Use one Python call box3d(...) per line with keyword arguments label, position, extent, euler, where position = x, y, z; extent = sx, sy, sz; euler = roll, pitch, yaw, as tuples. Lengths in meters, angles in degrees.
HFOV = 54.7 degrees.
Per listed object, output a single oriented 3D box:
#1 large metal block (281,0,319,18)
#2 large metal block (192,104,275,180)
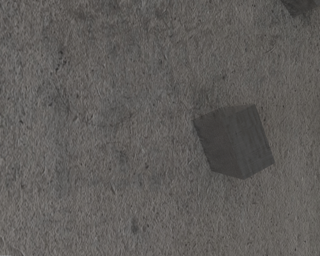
box3d(label="large metal block", position=(0.225, -0.234, 0.478), extent=(0.080, 0.050, 0.080), euler=(-45, 104, -14))
box3d(label="large metal block", position=(0.096, 0.016, 0.415), extent=(0.050, 0.080, 0.080), euler=(-24, 98, -18))
